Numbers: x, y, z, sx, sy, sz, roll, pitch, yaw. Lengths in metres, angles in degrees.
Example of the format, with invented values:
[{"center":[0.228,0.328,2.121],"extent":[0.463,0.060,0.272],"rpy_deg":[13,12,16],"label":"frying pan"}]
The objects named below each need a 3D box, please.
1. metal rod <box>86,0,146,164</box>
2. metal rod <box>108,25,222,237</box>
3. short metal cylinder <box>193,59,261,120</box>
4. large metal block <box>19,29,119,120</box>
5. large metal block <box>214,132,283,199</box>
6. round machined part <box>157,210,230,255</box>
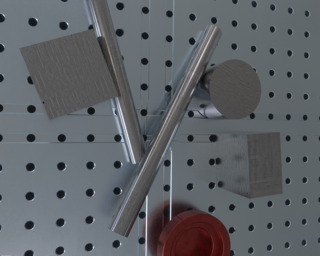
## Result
[{"center":[-0.064,-0.101,0.388],"extent":[0.025,0.025,0.298],"rpy_deg":[-17,96,-19],"label":"metal rod"},{"center":[0.014,-0.008,0.400],"extent":[0.025,0.025,0.300],"rpy_deg":[31,73,-18],"label":"metal rod"},{"center":[0.092,-0.051,0.434],"extent":[0.081,0.050,0.079],"rpy_deg":[0,90,-20],"label":"short metal cylinder"},{"center":[-0.105,-0.060,0.361],"extent":[0.081,0.050,0.080],"rpy_deg":[-22,98,-19],"label":"large metal block"},{"center":[0.119,0.046,0.428],"extent":[0.050,0.080,0.079],"rpy_deg":[-4,91,-20],"label":"large metal block"},{"center":[0.042,0.159,0.420],"extent":[0.099,0.042,0.097],"rpy_deg":[0,90,-20],"label":"round machined part"}]
